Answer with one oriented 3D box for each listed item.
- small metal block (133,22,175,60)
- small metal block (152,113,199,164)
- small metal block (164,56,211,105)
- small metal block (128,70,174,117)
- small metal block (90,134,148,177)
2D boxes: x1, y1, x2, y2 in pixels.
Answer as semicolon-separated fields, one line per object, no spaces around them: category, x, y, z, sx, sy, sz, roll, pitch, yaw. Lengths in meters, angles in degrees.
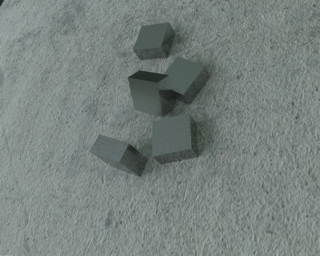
small metal block;-0.009;-0.138;0.493;0.050;0.025;0.050;3;63;29
small metal block;0.019;0.014;0.386;0.050;0.025;0.050;-13;56;20
small metal block;0.032;-0.066;0.427;0.050;0.025;0.050;29;78;37
small metal block;-0.012;-0.047;0.419;0.050;0.050;0.025;16;40;34
small metal block;-0.051;0.035;0.393;0.050;0.050;0.025;14;69;33
